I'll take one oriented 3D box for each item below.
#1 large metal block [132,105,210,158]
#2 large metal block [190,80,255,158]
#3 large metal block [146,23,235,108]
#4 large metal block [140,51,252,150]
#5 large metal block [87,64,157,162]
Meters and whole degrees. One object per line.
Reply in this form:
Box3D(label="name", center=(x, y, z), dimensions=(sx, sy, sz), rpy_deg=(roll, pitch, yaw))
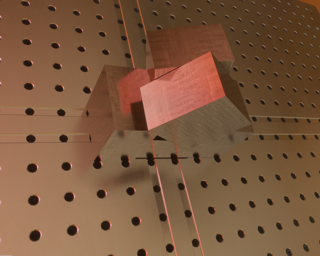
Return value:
Box3D(label="large metal block", center=(0.007, -0.008, 0.400), dimensions=(0.081, 0.050, 0.080), rpy_deg=(3, 61, -27))
Box3D(label="large metal block", center=(0.071, -0.012, 0.420), dimensions=(0.050, 0.080, 0.080), rpy_deg=(4, 60, -27))
Box3D(label="large metal block", center=(0.028, -0.066, 0.348), dimensions=(0.081, 0.080, 0.050), rpy_deg=(-8, 64, -7))
Box3D(label="large metal block", center=(0.039, -0.023, 0.323), dimensions=(0.080, 0.080, 0.050), rpy_deg=(30, 42, -54))
Box3D(label="large metal block", center=(-0.046, -0.014, 0.358), dimensions=(0.050, 0.080, 0.080), rpy_deg=(2, 61, -28))
